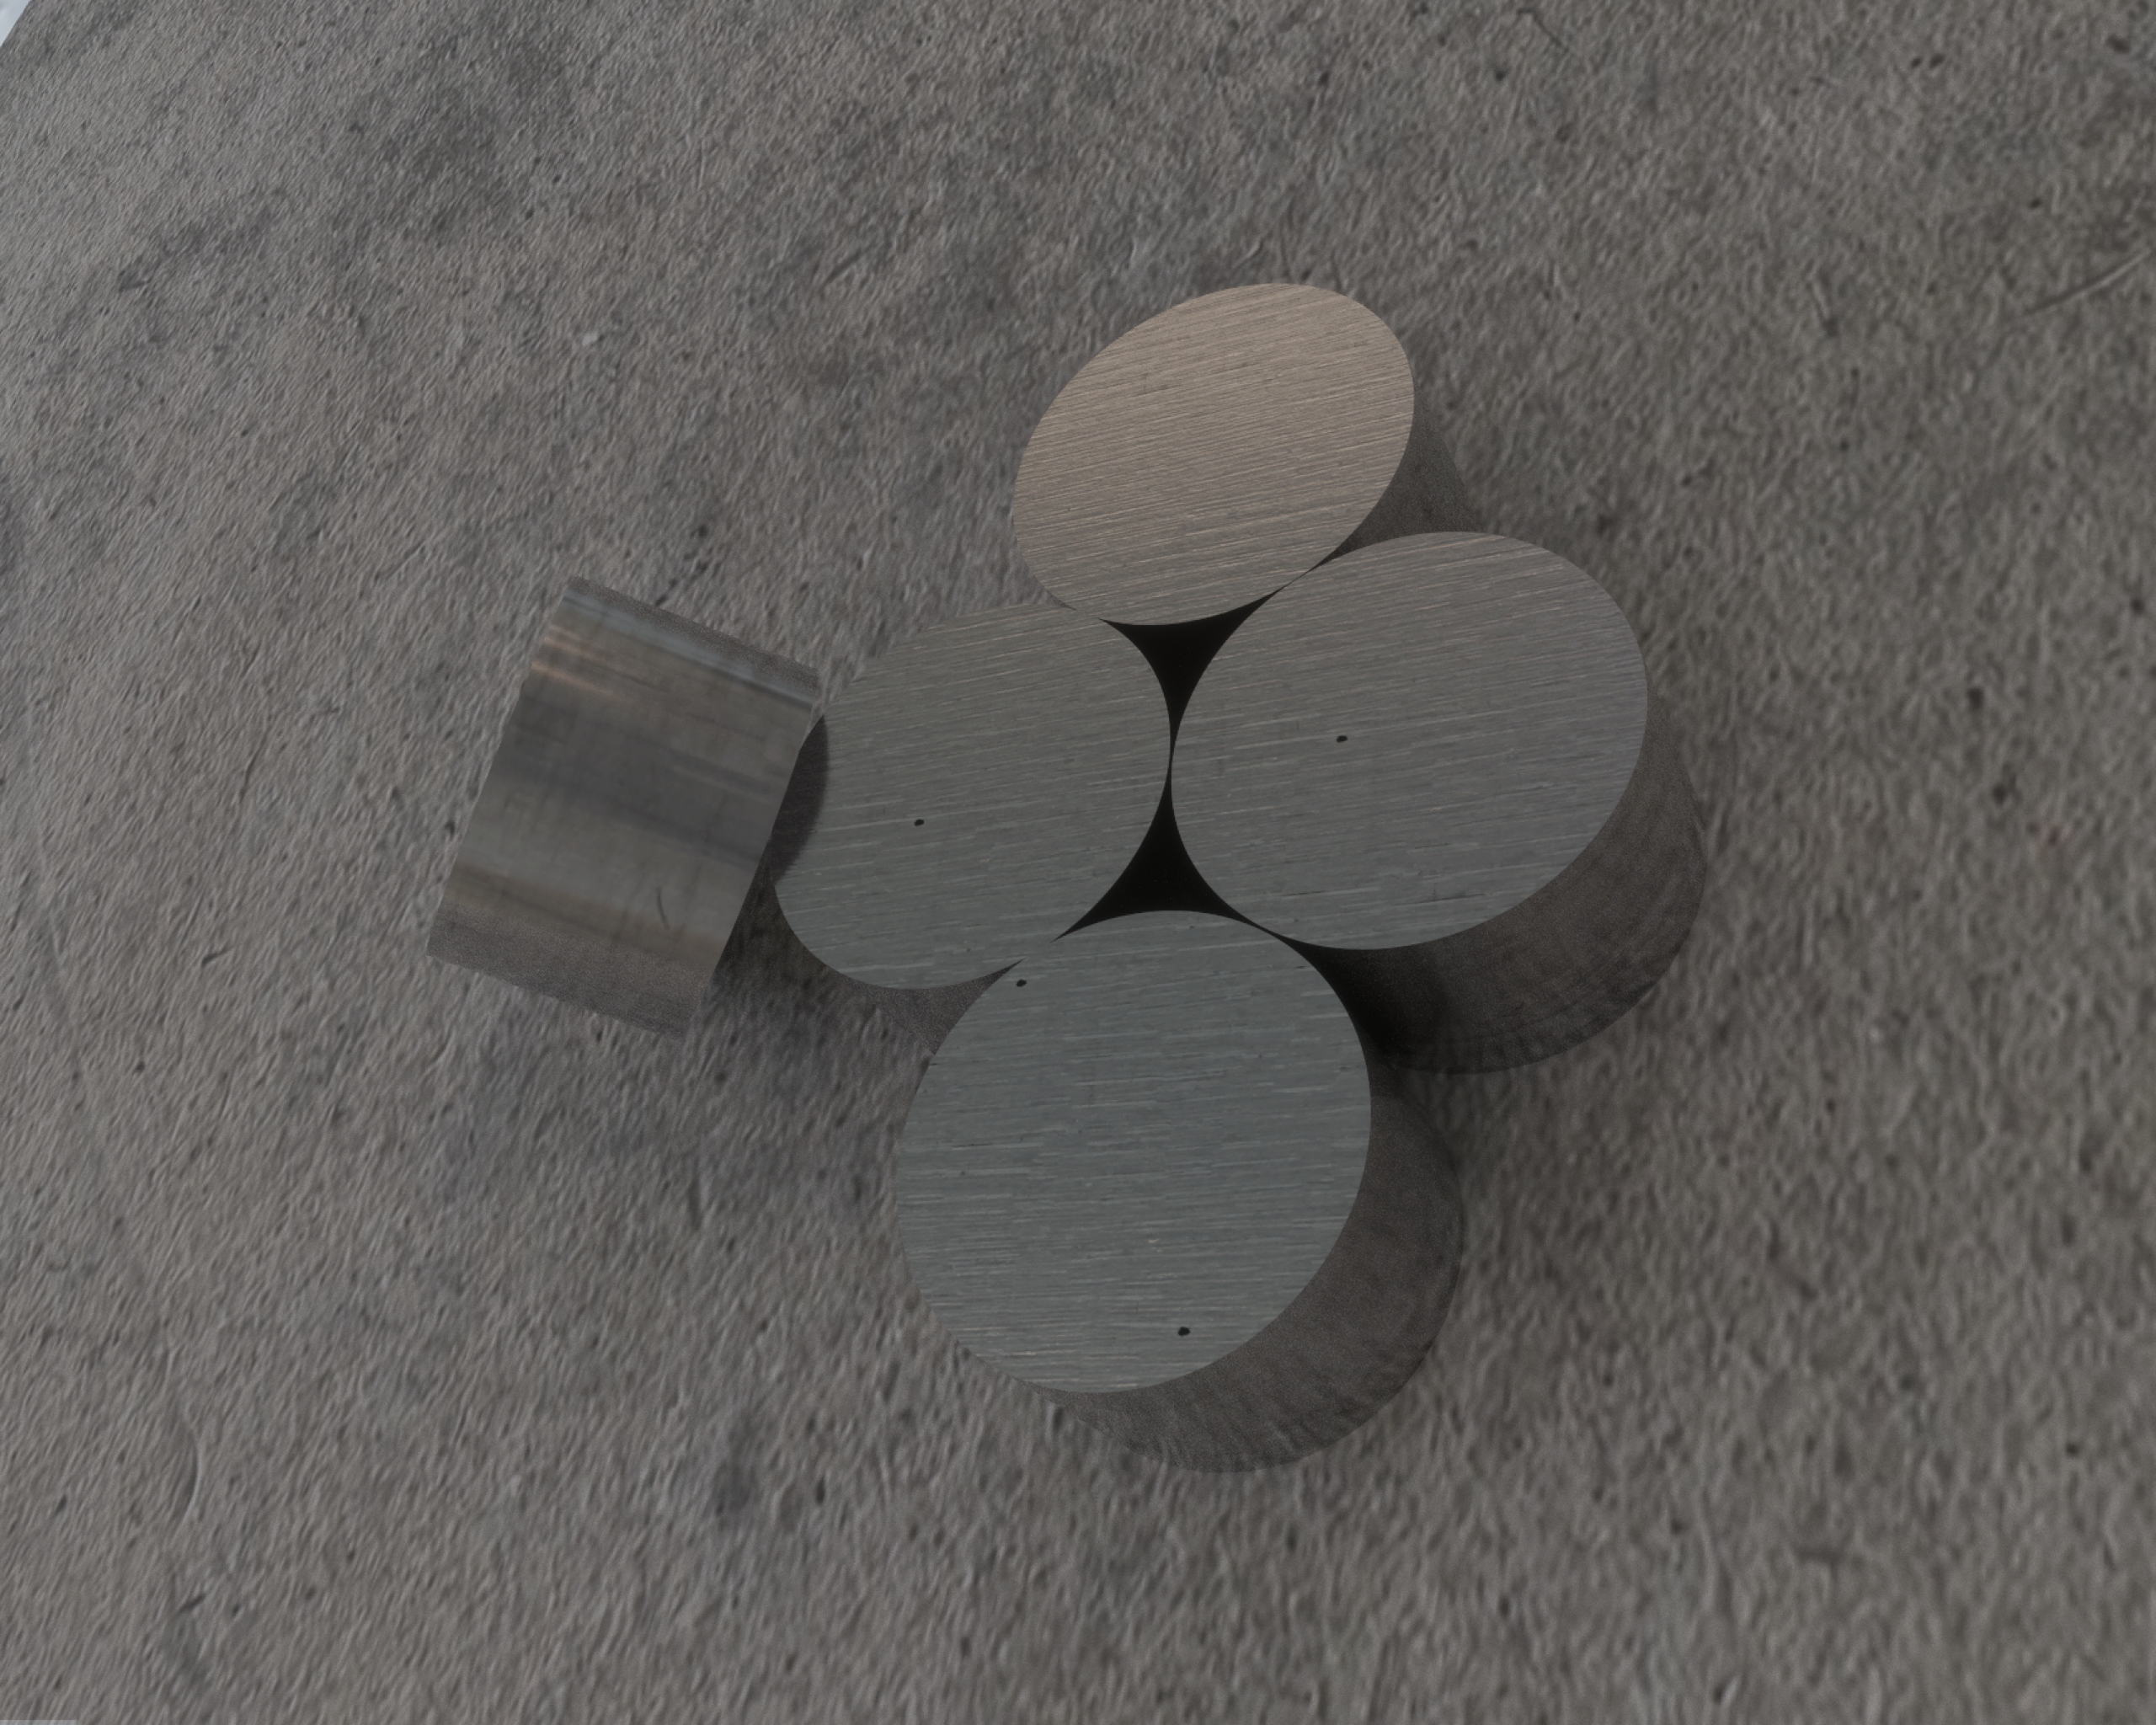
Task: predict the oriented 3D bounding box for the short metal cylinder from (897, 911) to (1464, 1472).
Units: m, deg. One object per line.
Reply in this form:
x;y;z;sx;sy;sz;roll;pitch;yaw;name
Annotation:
0.018;0.055;0.345;0.080;0.050;0.080;-13;56;21;short metal cylinder

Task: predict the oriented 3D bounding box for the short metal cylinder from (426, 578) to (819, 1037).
-0.090;-0.011;0.415;0.080;0.050;0.080;-158;89;-77;short metal cylinder

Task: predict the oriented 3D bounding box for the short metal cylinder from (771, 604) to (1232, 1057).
-0.010;-0.002;0.394;0.080;0.050;0.080;-13;56;21;short metal cylinder

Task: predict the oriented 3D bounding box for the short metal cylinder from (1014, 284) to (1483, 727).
0.035;-0.066;0.410;0.080;0.050;0.080;-13;56;21;short metal cylinder

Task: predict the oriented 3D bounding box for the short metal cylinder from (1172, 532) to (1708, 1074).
0.063;-0.010;0.361;0.080;0.050;0.080;-13;56;21;short metal cylinder
